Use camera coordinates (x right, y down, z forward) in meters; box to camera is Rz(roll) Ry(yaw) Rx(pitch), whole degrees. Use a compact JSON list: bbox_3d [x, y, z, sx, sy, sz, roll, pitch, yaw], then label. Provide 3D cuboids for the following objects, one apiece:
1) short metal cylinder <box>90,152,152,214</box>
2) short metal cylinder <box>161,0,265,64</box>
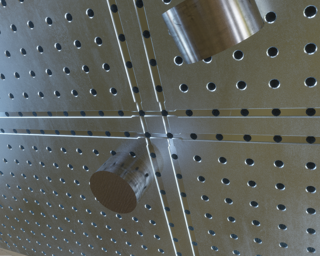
[{"bbox_3d":[-0.060,0.084,0.477,0.080,0.050,0.079,13,124,20],"label":"short metal cylinder"},{"bbox_3d":[0.048,-0.101,0.287,0.080,0.080,0.050,-17,109,34],"label":"short metal cylinder"}]
